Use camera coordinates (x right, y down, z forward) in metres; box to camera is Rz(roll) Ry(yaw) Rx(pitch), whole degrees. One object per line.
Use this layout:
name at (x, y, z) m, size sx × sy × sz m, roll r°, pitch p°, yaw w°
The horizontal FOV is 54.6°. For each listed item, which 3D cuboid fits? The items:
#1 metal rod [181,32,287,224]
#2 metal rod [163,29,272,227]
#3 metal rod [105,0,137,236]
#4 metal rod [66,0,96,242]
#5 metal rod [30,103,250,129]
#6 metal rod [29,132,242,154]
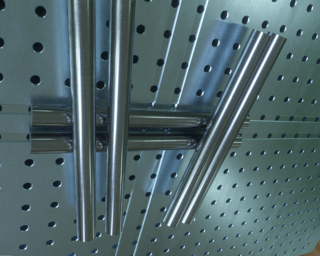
metal rod at (0.093, 0.014, 0.438) m, size 0.025 × 0.025 × 0.298 m, roll 9°, pitch 114°, yaw -32°
metal rod at (0.070, 0.014, 0.426) m, size 0.025 × 0.025 × 0.298 m, roll 9°, pitch 114°, yaw -32°
metal rod at (-0.049, 0.010, 0.358) m, size 0.025 × 0.025 × 0.298 m, roll -8°, pitch 122°, yaw -24°
metal rod at (-0.083, 0.012, 0.341) m, size 0.025 × 0.025 × 0.298 m, roll -8°, pitch 122°, yaw -24°
metal rod at (-0.004, -0.012, 0.401) m, size 0.302 × 0.025 × 0.025 m, roll 1°, pitch 118°, yaw -29°
metal rod at (-0.012, 0.018, 0.416) m, size 0.302 × 0.025 × 0.025 m, roll 1°, pitch 118°, yaw -29°
